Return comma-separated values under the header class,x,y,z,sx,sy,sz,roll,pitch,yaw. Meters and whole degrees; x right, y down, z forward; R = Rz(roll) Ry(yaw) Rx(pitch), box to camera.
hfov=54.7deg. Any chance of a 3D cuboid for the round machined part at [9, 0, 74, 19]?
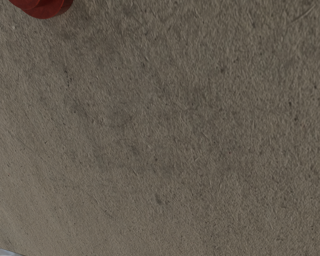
class,x,y,z,sx,sy,sz,roll,pitch,yaw
round machined part,-0.152,-0.179,0.366,0.098,0.042,0.097,13,124,21
